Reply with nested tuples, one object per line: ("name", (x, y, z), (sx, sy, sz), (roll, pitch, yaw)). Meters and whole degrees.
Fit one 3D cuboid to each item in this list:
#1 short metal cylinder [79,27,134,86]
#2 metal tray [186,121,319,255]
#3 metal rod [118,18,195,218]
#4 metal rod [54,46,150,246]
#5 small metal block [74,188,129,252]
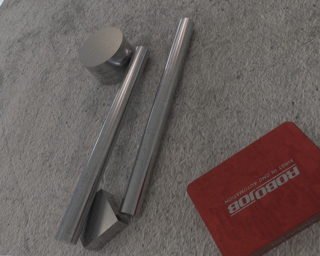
("short metal cylinder", (-0.083, -0.116, 0.503), (0.080, 0.050, 0.080), (-13, 56, 21))
("metal tray", (0.103, 0.064, 0.307), (0.130, 0.030, 0.090), (-34, 51, 5))
("metal rod", (0.003, -0.030, 0.421), (0.025, 0.025, 0.300), (2, 63, 29))
("metal rod", (-0.066, 0.002, 0.417), (0.025, 0.025, 0.300), (-1, 55, 28))
("small metal block", (-0.074, 0.111, 0.375), (0.050, 0.025, 0.050), (-40, 51, 1))
